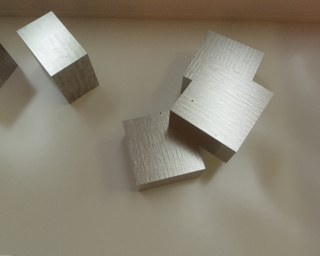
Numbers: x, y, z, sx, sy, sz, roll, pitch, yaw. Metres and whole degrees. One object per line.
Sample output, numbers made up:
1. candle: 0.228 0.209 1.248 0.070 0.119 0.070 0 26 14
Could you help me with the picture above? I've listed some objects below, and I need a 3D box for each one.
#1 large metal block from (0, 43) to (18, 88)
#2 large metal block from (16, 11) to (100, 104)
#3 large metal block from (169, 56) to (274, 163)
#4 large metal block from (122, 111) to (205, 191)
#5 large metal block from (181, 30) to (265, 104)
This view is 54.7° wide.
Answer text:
1. large metal block: -0.248 -0.083 0.408 0.050 0.080 0.080 27 72 9
2. large metal block: -0.132 -0.090 0.412 0.050 0.080 0.080 -37 75 -12
3. large metal block: 0.066 -0.020 0.351 0.080 0.050 0.080 34 73 11
4. large metal block: 0.003 0.027 0.386 0.081 0.050 0.080 -13 71 -5
5. large metal block: 0.084 -0.074 0.424 0.080 0.050 0.080 26 72 8
